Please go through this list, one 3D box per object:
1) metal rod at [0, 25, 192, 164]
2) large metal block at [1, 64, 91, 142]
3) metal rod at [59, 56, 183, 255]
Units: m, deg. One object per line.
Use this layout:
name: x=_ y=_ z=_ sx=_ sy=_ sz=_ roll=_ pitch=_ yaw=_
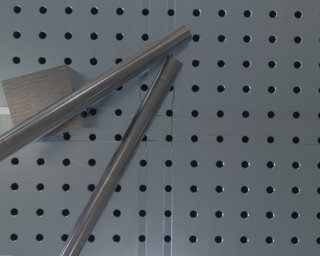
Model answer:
metal rod: x=-0.082 y=-0.042 z=0.369 sx=0.301 sy=0.025 sz=0.025 roll=-36 pitch=90 yaw=-18
large metal block: x=-0.143 y=-0.029 z=0.400 sx=0.080 sy=0.050 sz=0.080 roll=-15 pitch=90 yaw=0
metal rod: x=-0.052 y=0.042 z=0.412 sx=0.025 sy=0.025 sz=0.299 roll=29 pitch=90 yaw=0
